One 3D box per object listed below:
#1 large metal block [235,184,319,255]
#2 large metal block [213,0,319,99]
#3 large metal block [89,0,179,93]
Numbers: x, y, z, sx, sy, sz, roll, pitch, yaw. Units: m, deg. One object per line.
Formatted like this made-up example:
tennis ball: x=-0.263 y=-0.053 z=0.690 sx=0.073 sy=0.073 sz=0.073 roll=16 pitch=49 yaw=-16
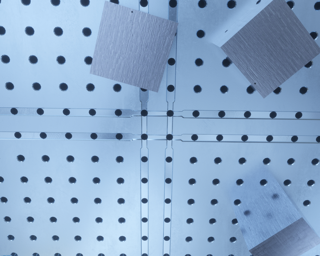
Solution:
large metal block: x=0.162 y=0.138 z=0.436 sx=0.080 sy=0.080 sz=0.050 roll=-38 pitch=106 yaw=13
large metal block: x=0.123 y=-0.096 z=0.366 sx=0.080 sy=0.050 sz=0.080 roll=-41 pitch=105 yaw=13
large metal block: x=-0.030 y=-0.096 z=0.365 sx=0.080 sy=0.050 sz=0.079 roll=15 pitch=109 yaw=-6
